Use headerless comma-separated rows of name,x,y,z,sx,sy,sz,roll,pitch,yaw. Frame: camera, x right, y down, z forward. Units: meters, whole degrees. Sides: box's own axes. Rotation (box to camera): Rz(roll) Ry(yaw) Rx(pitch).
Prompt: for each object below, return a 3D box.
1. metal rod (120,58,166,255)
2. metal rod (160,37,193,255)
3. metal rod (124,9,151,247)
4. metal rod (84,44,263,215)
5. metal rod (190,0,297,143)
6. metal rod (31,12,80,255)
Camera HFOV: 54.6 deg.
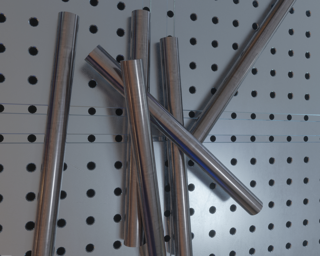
metal rod,-0.015,0.069,0.376,0.025,0.025,0.298,-12,106,-20
metal rod,0.022,0.029,0.420,0.025,0.025,0.298,-5,92,-20
metal rod,-0.029,0.000,0.401,0.025,0.025,0.298,2,89,-20
metal rod,0.028,0.012,0.394,0.300,0.025,0.025,43,77,-15
metal rod,0.127,-0.098,0.458,0.025,0.025,0.300,38,78,-16
metal rod,-0.124,0.014,0.366,0.025,0.025,0.299,6,88,-20
